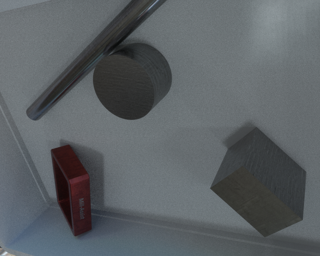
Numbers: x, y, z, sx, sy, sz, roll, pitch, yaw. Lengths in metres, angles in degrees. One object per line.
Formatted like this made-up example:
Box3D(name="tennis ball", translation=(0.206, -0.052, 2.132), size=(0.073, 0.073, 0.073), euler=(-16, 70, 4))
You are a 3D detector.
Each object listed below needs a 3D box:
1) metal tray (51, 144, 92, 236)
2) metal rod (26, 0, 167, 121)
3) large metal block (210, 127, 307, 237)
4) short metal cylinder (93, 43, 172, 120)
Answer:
Box3D(name="metal tray", translation=(-0.147, 0.104, 0.516), size=(0.090, 0.030, 0.129), euler=(43, 138, 42))
Box3D(name="metal rod", translation=(-0.100, -0.084, 0.407), size=(0.299, 0.025, 0.025), euler=(-31, 102, 37))
Box3D(name="large metal block", translation=(0.113, 0.058, 0.349), size=(0.080, 0.080, 0.050), euler=(42, 129, -1))
Box3D(name="short metal cylinder", translation=(-0.032, -0.056, 0.373), size=(0.080, 0.050, 0.079), euler=(13, 124, 20))
